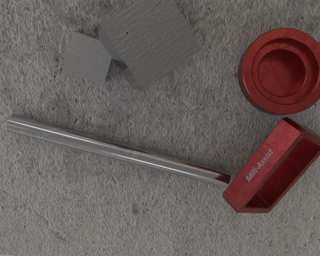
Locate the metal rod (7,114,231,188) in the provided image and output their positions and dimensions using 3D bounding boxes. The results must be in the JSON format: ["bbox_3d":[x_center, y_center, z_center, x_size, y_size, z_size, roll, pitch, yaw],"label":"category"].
[{"bbox_3d":[-0.050,0.032,0.421,0.302,0.025,0.025,15,109,-6],"label":"metal rod"}]

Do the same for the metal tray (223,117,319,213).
[{"bbox_3d":[0.151,0.054,0.403,0.091,0.030,0.129,16,114,-44],"label":"metal tray"}]

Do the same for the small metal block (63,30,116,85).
[{"bbox_3d":[-0.084,-0.086,0.377,0.050,0.025,0.050,18,109,-7],"label":"small metal block"}]

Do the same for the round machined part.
[{"bbox_3d":[0.141,-0.064,0.367,0.099,0.042,0.097,0,88,-1],"label":"round machined part"}]

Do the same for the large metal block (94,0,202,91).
[{"bbox_3d":[-0.014,-0.098,0.346,0.080,0.050,0.080,-37,108,-10],"label":"large metal block"}]
